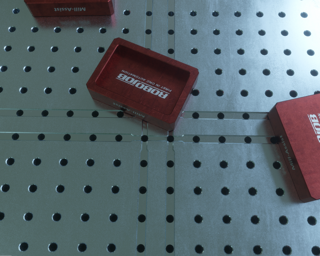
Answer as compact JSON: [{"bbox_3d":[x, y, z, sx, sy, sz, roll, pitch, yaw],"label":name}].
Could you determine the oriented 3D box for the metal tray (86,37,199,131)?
[{"bbox_3d":[-0.023,-0.062,0.431,0.130,0.030,0.090,24,72,8],"label":"metal tray"}]

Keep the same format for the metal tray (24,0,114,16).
[{"bbox_3d":[-0.139,-0.224,0.490,0.131,0.030,0.090,-1,70,-1],"label":"metal tray"}]

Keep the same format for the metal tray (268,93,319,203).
[{"bbox_3d":[0.208,0.022,0.402,0.091,0.030,0.130,-12,70,-5],"label":"metal tray"}]
